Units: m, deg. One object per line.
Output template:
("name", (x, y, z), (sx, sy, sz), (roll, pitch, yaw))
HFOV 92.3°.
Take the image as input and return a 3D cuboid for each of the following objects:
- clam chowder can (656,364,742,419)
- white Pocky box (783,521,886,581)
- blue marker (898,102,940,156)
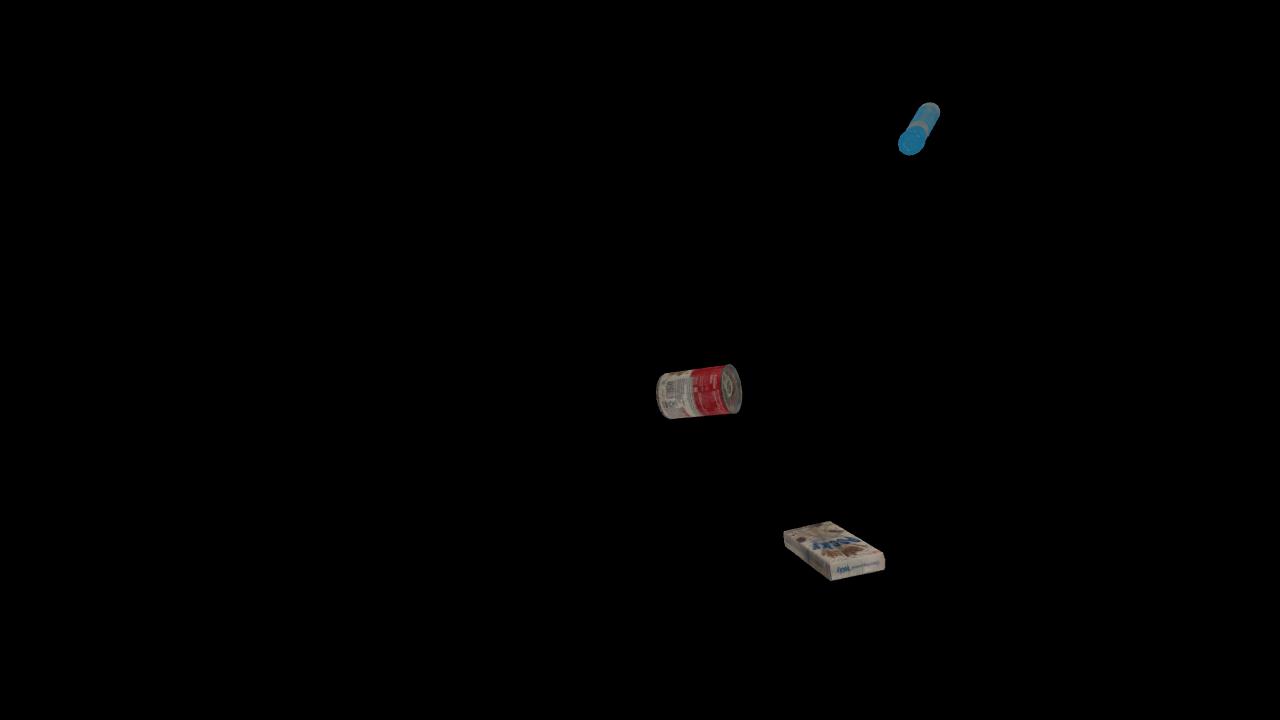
("clam chowder can", (0.082, 0.045, 0.851), (0.102, 0.068, 0.068), (-9, -5, 30))
("white Pocky box", (0.279, 0.277, 0.903), (0.084, 0.028, 0.154), (-8, 3, -10))
("blue marker", (0.227, -0.188, 0.498), (0.020, 0.020, 0.121), (0, 29, 32))
